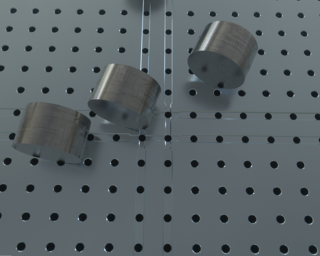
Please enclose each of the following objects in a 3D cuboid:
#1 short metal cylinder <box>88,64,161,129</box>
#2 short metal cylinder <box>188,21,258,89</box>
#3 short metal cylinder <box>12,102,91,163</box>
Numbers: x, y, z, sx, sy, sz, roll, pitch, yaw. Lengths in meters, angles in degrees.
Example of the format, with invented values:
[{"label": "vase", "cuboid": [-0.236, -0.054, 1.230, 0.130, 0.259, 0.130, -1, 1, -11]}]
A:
[{"label": "short metal cylinder", "cuboid": [-0.045, -0.038, 0.396, 0.080, 0.080, 0.050, 17, 71, 6]}, {"label": "short metal cylinder", "cuboid": [0.084, -0.097, 0.419, 0.080, 0.080, 0.050, 24, 72, 8]}, {"label": "short metal cylinder", "cuboid": [-0.130, 0.008, 0.378, 0.080, 0.080, 0.050, 9, 70, 3]}]
